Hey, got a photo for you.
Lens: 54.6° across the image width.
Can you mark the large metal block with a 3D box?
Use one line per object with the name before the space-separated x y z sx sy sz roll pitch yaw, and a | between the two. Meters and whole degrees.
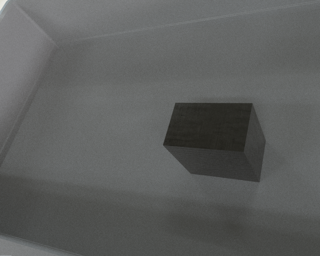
large metal block | 0.061 0.016 0.329 0.080 0.080 0.050 3 63 29
